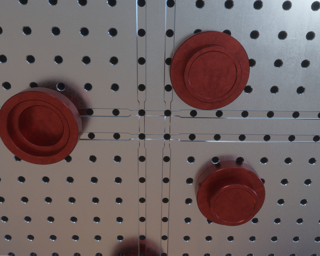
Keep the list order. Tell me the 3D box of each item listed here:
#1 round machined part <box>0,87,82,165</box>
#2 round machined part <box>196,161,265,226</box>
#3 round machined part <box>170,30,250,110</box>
[{"bbox_3d":[-0.150,-0.005,0.400,0.099,0.042,0.097,0,110,-1],"label":"round machined part"},{"bbox_3d":[0.102,0.100,0.443,0.099,0.042,0.097,0,110,-1],"label":"round machined part"},{"bbox_3d":[0.062,-0.068,0.380,0.099,0.042,0.097,0,110,0],"label":"round machined part"}]
